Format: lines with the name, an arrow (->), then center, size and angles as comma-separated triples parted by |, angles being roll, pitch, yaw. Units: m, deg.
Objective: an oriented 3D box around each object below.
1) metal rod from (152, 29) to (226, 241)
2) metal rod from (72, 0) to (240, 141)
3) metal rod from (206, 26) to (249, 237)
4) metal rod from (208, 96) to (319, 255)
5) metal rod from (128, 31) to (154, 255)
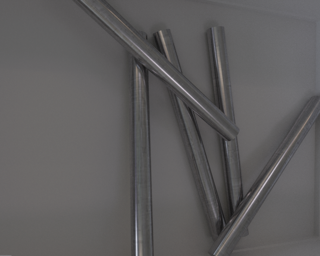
metal rod -> 0.045, 0.015, 0.426 | 0.025, 0.025, 0.298 | -19, 97, -19
metal rod -> -0.010, -0.083, 0.372 | 0.301, 0.025, 0.025 | 40, 77, -20
metal rod -> 0.098, 0.007, 0.446 | 0.025, 0.025, 0.298 | -9, 93, -20
metal rod -> 0.165, 0.062, 0.452 | 0.025, 0.025, 0.301 | 47, 68, -14
metal rod -> -0.023, 0.026, 0.366 | 0.025, 0.025, 0.299 | 3, 76, -20
